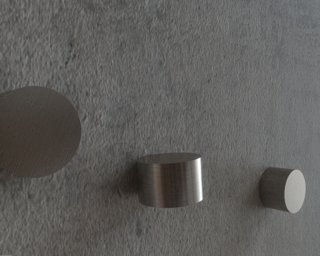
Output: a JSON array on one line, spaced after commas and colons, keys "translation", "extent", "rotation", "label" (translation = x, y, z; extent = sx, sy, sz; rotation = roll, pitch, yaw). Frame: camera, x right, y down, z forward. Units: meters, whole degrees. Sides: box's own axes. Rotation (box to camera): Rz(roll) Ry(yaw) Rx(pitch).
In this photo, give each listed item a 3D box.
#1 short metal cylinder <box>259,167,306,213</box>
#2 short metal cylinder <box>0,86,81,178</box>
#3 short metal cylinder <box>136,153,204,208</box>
[{"translation": [0.233, 0.116, 0.588], "extent": [0.081, 0.050, 0.079], "rotation": [0, 90, -40], "label": "short metal cylinder"}, {"translation": [-0.122, 0.003, 0.287], "extent": [0.081, 0.050, 0.079], "rotation": [0, 90, -40], "label": "short metal cylinder"}, {"translation": [0.012, 0.061, 0.381], "extent": [0.081, 0.080, 0.050], "rotation": [-7, 95, -40], "label": "short metal cylinder"}]
